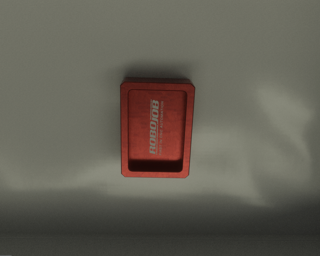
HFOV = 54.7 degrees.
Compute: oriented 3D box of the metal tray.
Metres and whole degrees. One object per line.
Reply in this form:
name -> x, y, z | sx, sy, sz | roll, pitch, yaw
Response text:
metal tray -> -0.005, 0.001, 0.406 | 0.091, 0.030, 0.129 | 1, 110, -2
